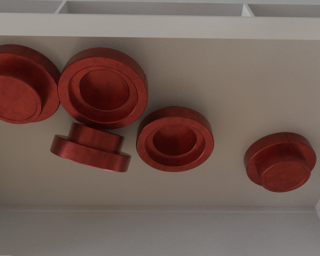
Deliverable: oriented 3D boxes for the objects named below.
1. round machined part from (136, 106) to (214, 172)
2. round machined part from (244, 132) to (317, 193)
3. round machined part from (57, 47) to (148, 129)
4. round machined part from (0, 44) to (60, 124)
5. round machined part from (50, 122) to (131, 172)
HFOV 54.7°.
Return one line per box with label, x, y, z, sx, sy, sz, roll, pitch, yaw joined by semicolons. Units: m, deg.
round machined part;0.019;0.010;0.407;0.099;0.042;0.097;0;130;0
round machined part;0.175;0.056;0.447;0.099;0.042;0.097;0;130;0
round machined part;-0.063;-0.048;0.356;0.099;0.042;0.097;0;130;0
round machined part;-0.166;-0.043;0.360;0.099;0.042;0.097;0;130;0
round machined part;-0.083;0.022;0.392;0.099;0.098;0.042;17;87;-14
